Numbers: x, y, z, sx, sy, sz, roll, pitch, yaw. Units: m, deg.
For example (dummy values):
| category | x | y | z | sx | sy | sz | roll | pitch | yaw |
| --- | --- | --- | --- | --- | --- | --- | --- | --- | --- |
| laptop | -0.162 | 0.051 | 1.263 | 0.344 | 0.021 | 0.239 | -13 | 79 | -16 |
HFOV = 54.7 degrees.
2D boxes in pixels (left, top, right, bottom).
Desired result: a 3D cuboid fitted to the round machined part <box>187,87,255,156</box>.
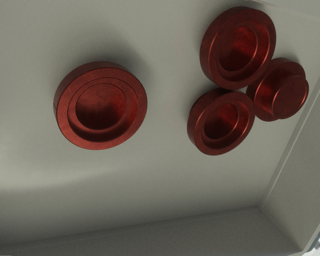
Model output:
| category | x | y | z | sx | sy | sz | roll | pitch | yaw |
| --- | --- | --- | --- | --- | --- | --- | --- | --- | --- |
| round machined part | 0.080 | -0.013 | 0.433 | 0.099 | 0.042 | 0.097 | -14 | 124 | -21 |

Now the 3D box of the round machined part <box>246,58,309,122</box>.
| category | x | y | z | sx | sy | sz | roll | pitch | yaw |
| --- | --- | --- | --- | --- | --- | --- | --- | --- | --- |
| round machined part | 0.181 | -0.052 | 0.464 | 0.099 | 0.042 | 0.097 | -14 | 124 | -21 |

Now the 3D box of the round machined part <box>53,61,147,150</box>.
| category | x | y | z | sx | sy | sz | roll | pitch | yaw |
| --- | --- | --- | --- | --- | --- | --- | --- | --- | --- |
| round machined part | -0.067 | -0.027 | 0.344 | 0.099 | 0.042 | 0.097 | -14 | 124 | -21 |

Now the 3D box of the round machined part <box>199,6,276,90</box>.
| category | x | y | z | sx | sy | sz | roll | pitch | yaw |
| --- | --- | --- | --- | --- | --- | --- | --- | --- | --- |
| round machined part | 0.091 | -0.100 | 0.385 | 0.099 | 0.042 | 0.097 | -14 | 124 | -21 |
